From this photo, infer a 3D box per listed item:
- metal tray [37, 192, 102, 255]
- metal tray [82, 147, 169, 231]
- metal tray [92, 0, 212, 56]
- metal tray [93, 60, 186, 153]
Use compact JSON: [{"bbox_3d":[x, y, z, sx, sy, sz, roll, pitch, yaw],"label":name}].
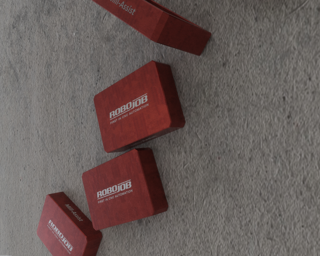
[{"bbox_3d":[-0.160,0.183,0.534,0.130,0.030,0.089,32,110,35],"label":"metal tray"},{"bbox_3d":[-0.056,0.090,0.448,0.130,0.030,0.090,-27,73,37],"label":"metal tray"},{"bbox_3d":[-0.013,-0.135,0.372,0.130,0.091,0.030,42,116,32],"label":"metal tray"},{"bbox_3d":[-0.034,-0.025,0.430,0.130,0.030,0.090,-23,76,37],"label":"metal tray"}]
